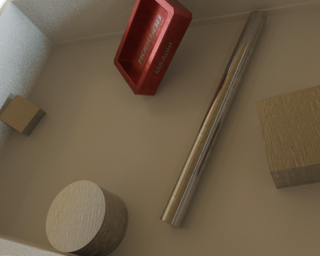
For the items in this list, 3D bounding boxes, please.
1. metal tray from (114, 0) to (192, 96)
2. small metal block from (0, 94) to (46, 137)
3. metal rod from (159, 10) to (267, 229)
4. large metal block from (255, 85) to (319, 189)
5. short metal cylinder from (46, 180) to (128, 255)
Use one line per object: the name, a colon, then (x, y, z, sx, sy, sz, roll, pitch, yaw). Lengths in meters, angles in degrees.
metal tray: (-0.016, -0.122, 0.435, 0.090, 0.030, 0.129, 55, 131, 36)
small metal block: (-0.233, -0.021, 0.526, 0.050, 0.025, 0.050, 30, 76, 11)
metal rod: (0.073, -0.025, 0.381, 0.025, 0.025, 0.300, 14, 68, 33)
large metal block: (0.146, 0.008, 0.308, 0.080, 0.050, 0.080, -14, 56, 20)
short metal cylinder: (-0.085, 0.108, 0.366, 0.080, 0.050, 0.080, -13, 56, 20)
